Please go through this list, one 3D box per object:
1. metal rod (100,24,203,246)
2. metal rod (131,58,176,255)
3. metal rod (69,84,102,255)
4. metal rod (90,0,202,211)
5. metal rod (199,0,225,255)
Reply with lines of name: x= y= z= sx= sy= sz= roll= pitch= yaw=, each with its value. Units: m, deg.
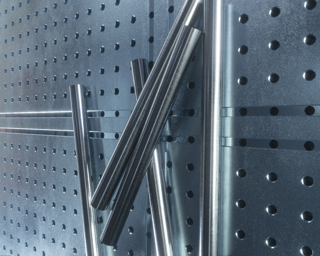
metal rod: x=-0.017 y=0.020 z=0.391 sx=0.025 sy=0.025 sz=0.298 roll=32 pitch=108 yaw=35
metal rod: x=-0.008 y=0.054 z=0.416 sx=0.025 sy=0.025 sz=0.299 roll=-14 pitch=81 yaw=39
metal rod: x=-0.122 y=0.077 z=0.511 sx=0.025 sy=0.025 sz=0.299 roll=-12 pitch=82 yaw=39
metal rod: x=-0.019 y=-0.028 z=0.397 sx=0.025 sy=0.025 sz=0.299 roll=32 pitch=101 yaw=35
metal rod: x=0.060 y=0.003 z=0.360 sx=0.025 sy=0.025 sz=0.298 roll=1 pitch=91 yaw=40
